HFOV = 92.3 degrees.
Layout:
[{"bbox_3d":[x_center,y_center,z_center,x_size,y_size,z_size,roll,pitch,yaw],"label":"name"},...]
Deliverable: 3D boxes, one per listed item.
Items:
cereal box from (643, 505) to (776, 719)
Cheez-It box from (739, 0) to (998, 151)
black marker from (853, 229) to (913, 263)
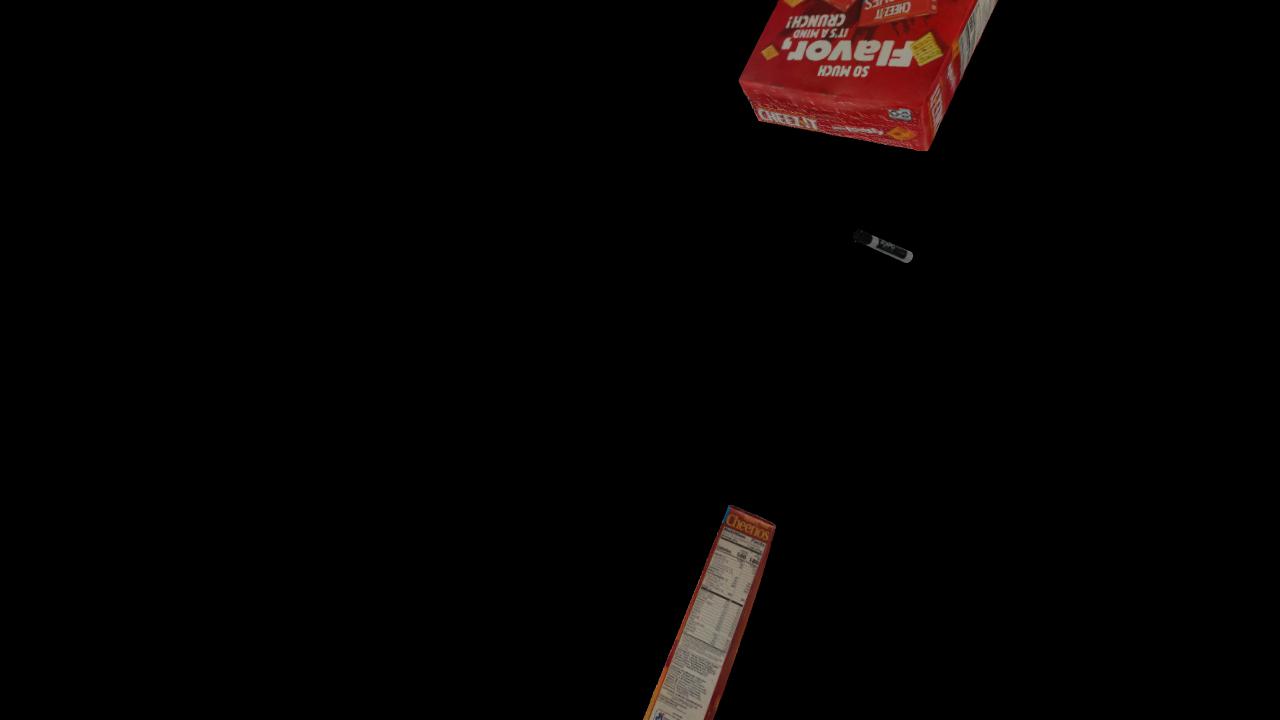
[{"bbox_3d":[0.101,0.377,0.857,0.081,0.306,0.203,19,-24,17],"label":"cereal box"},{"bbox_3d":[0.211,-0.306,0.531,0.166,0.223,0.071,24,-3,32],"label":"Cheez-It box"},{"bbox_3d":[0.366,-0.172,0.928,0.121,0.020,0.020,13,-7,-29],"label":"black marker"}]
